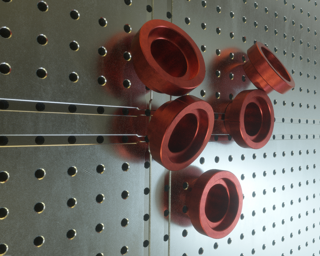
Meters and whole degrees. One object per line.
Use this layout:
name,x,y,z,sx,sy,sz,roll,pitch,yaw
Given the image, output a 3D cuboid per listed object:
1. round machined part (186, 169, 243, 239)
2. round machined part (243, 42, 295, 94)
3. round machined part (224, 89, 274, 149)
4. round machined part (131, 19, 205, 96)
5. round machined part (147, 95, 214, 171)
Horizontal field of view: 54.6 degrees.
round machined part,0.077,0.110,0.461,0.099,0.042,0.097,0,90,-40
round machined part,0.180,-0.096,0.528,0.098,0.042,0.098,31,37,-26
round machined part,0.145,-0.015,0.517,0.099,0.042,0.097,-1,92,-39
round machined part,0.006,-0.082,0.387,0.099,0.042,0.098,18,56,-30
round machined part,0.023,0.003,0.400,0.099,0.042,0.097,-28,132,-35
